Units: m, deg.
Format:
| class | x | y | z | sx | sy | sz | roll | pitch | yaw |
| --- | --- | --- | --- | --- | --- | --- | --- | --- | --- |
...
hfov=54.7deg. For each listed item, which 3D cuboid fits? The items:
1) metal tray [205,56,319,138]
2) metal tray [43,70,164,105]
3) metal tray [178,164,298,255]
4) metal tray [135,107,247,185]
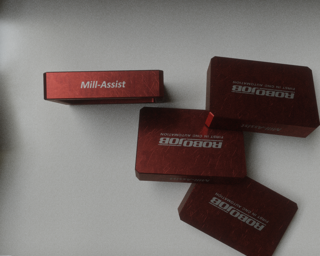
| class | x | y | z | sx | sy | sz | roll | pitch | yaw |
| --- | --- | --- | --- | --- | --- | --- | --- | --- | --- |
| metal tray | 0.126 | -0.040 | 0.392 | 0.131 | 0.030 | 0.090 | 6 | 63 | -1 |
| metal tray | -0.062 | -0.047 | 0.378 | 0.131 | 0.090 | 0.030 | -1 | 90 | -1 |
| metal tray | 0.101 | 0.107 | 0.410 | 0.130 | 0.030 | 0.090 | 29 | 90 | -1 |
| metal tray | 0.038 | 0.022 | 0.391 | 0.131 | 0.030 | 0.090 | 3 | 63 | -1 |
